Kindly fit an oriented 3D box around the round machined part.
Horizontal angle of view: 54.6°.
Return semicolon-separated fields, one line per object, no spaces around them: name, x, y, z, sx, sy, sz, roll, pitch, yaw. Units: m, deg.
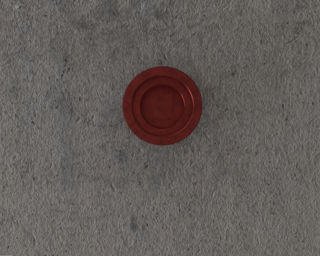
round machined part;0.003;-0.027;0.401;0.099;0.042;0.097;0;90;0
